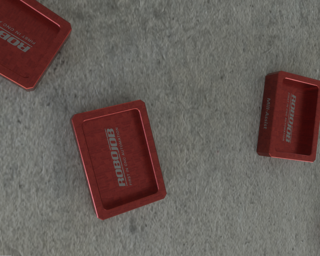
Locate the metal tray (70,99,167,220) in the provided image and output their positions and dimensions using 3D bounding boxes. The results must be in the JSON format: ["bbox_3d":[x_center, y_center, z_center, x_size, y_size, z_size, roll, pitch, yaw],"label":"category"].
[{"bbox_3d":[-0.051,0.037,0.388,0.091,0.030,0.129,-15,95,-20],"label":"metal tray"}]

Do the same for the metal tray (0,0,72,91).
[{"bbox_3d":[-0.178,-0.111,0.340,0.130,0.030,0.090,32,79,-18],"label":"metal tray"}]

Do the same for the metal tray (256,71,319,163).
[{"bbox_3d":[0.204,-0.016,0.483,0.091,0.030,0.129,9,87,-20],"label":"metal tray"}]
